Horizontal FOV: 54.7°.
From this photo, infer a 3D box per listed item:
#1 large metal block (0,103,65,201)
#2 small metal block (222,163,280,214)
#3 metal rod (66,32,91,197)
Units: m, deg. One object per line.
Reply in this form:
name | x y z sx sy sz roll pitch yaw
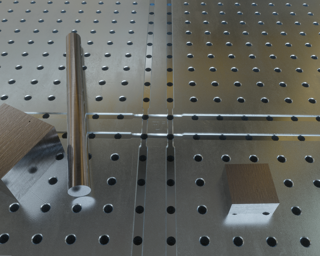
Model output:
large metal block | -0.177 0.026 0.368 0.080 0.050 0.080 23 54 18
small metal block | 0.100 0.068 0.351 0.050 0.025 0.050 -1 50 -1
metal rod | -0.120 -0.042 0.441 0.025 0.025 0.300 -9 51 -7
